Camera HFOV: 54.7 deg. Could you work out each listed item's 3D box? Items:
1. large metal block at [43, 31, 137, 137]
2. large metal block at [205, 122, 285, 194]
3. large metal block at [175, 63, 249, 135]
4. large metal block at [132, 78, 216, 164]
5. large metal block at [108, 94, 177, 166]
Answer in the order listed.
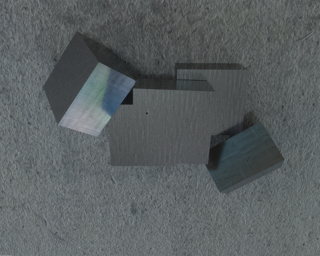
[{"bbox_3d":[-0.084,-0.050,0.355,0.050,0.080,0.080,22,112,-43],"label":"large metal block"},{"bbox_3d":[0.105,0.042,0.392,0.080,0.080,0.050,-29,70,10],"label":"large metal block"},{"bbox_3d":[0.059,-0.037,0.385,0.081,0.050,0.079,0,110,-1],"label":"large metal block"},{"bbox_3d":[0.012,-0.008,0.339,0.081,0.050,0.079,2,110,-1],"label":"large metal block"},{"bbox_3d":[-0.021,0.002,0.396,0.081,0.050,0.079,0,110,-1],"label":"large metal block"}]
